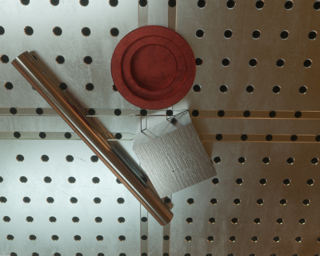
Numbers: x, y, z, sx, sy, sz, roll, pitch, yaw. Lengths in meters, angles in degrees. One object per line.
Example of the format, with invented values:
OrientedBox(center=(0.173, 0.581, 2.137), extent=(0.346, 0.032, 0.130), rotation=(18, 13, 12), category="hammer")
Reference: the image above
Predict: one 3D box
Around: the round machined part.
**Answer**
OrientedBox(center=(-0.008, -0.074, 0.377), extent=(0.099, 0.042, 0.097), rotation=(0, 110, 0), category="round machined part")

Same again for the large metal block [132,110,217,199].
OrientedBox(center=(0.020, 0.034, 0.413), extent=(0.080, 0.050, 0.080), rotation=(-25, 108, 8), category="large metal block")

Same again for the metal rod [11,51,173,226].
OrientedBox(center=(-0.081, 0.025, 0.421), extent=(0.025, 0.025, 0.300), rotation=(-36, 107, 12), category="metal rod")
